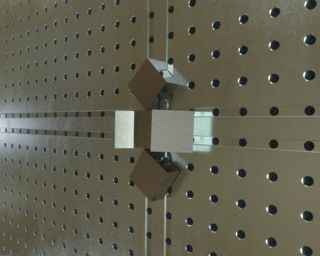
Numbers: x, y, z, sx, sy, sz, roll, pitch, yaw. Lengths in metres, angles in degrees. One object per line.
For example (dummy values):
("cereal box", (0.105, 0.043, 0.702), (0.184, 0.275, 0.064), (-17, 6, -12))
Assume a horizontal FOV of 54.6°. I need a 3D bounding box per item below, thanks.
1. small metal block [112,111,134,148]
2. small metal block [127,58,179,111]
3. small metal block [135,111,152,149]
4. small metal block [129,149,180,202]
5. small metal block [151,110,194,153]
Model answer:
("small metal block", (-0.053, 0.001, 0.438), (0.050, 0.025, 0.050), (-170, 81, -76))
("small metal block", (-0.010, -0.058, 0.419), (0.050, 0.025, 0.050), (-51, 59, 27))
("small metal block", (-0.010, 0.002, 0.418), (0.050, 0.025, 0.050), (2, 90, 40))
("small metal block", (-0.009, 0.062, 0.417), (0.050, 0.025, 0.050), (42, 116, 33))
("small metal block", (0.015, 0.004, 0.380), (0.050, 0.025, 0.050), (2, 92, -1))
